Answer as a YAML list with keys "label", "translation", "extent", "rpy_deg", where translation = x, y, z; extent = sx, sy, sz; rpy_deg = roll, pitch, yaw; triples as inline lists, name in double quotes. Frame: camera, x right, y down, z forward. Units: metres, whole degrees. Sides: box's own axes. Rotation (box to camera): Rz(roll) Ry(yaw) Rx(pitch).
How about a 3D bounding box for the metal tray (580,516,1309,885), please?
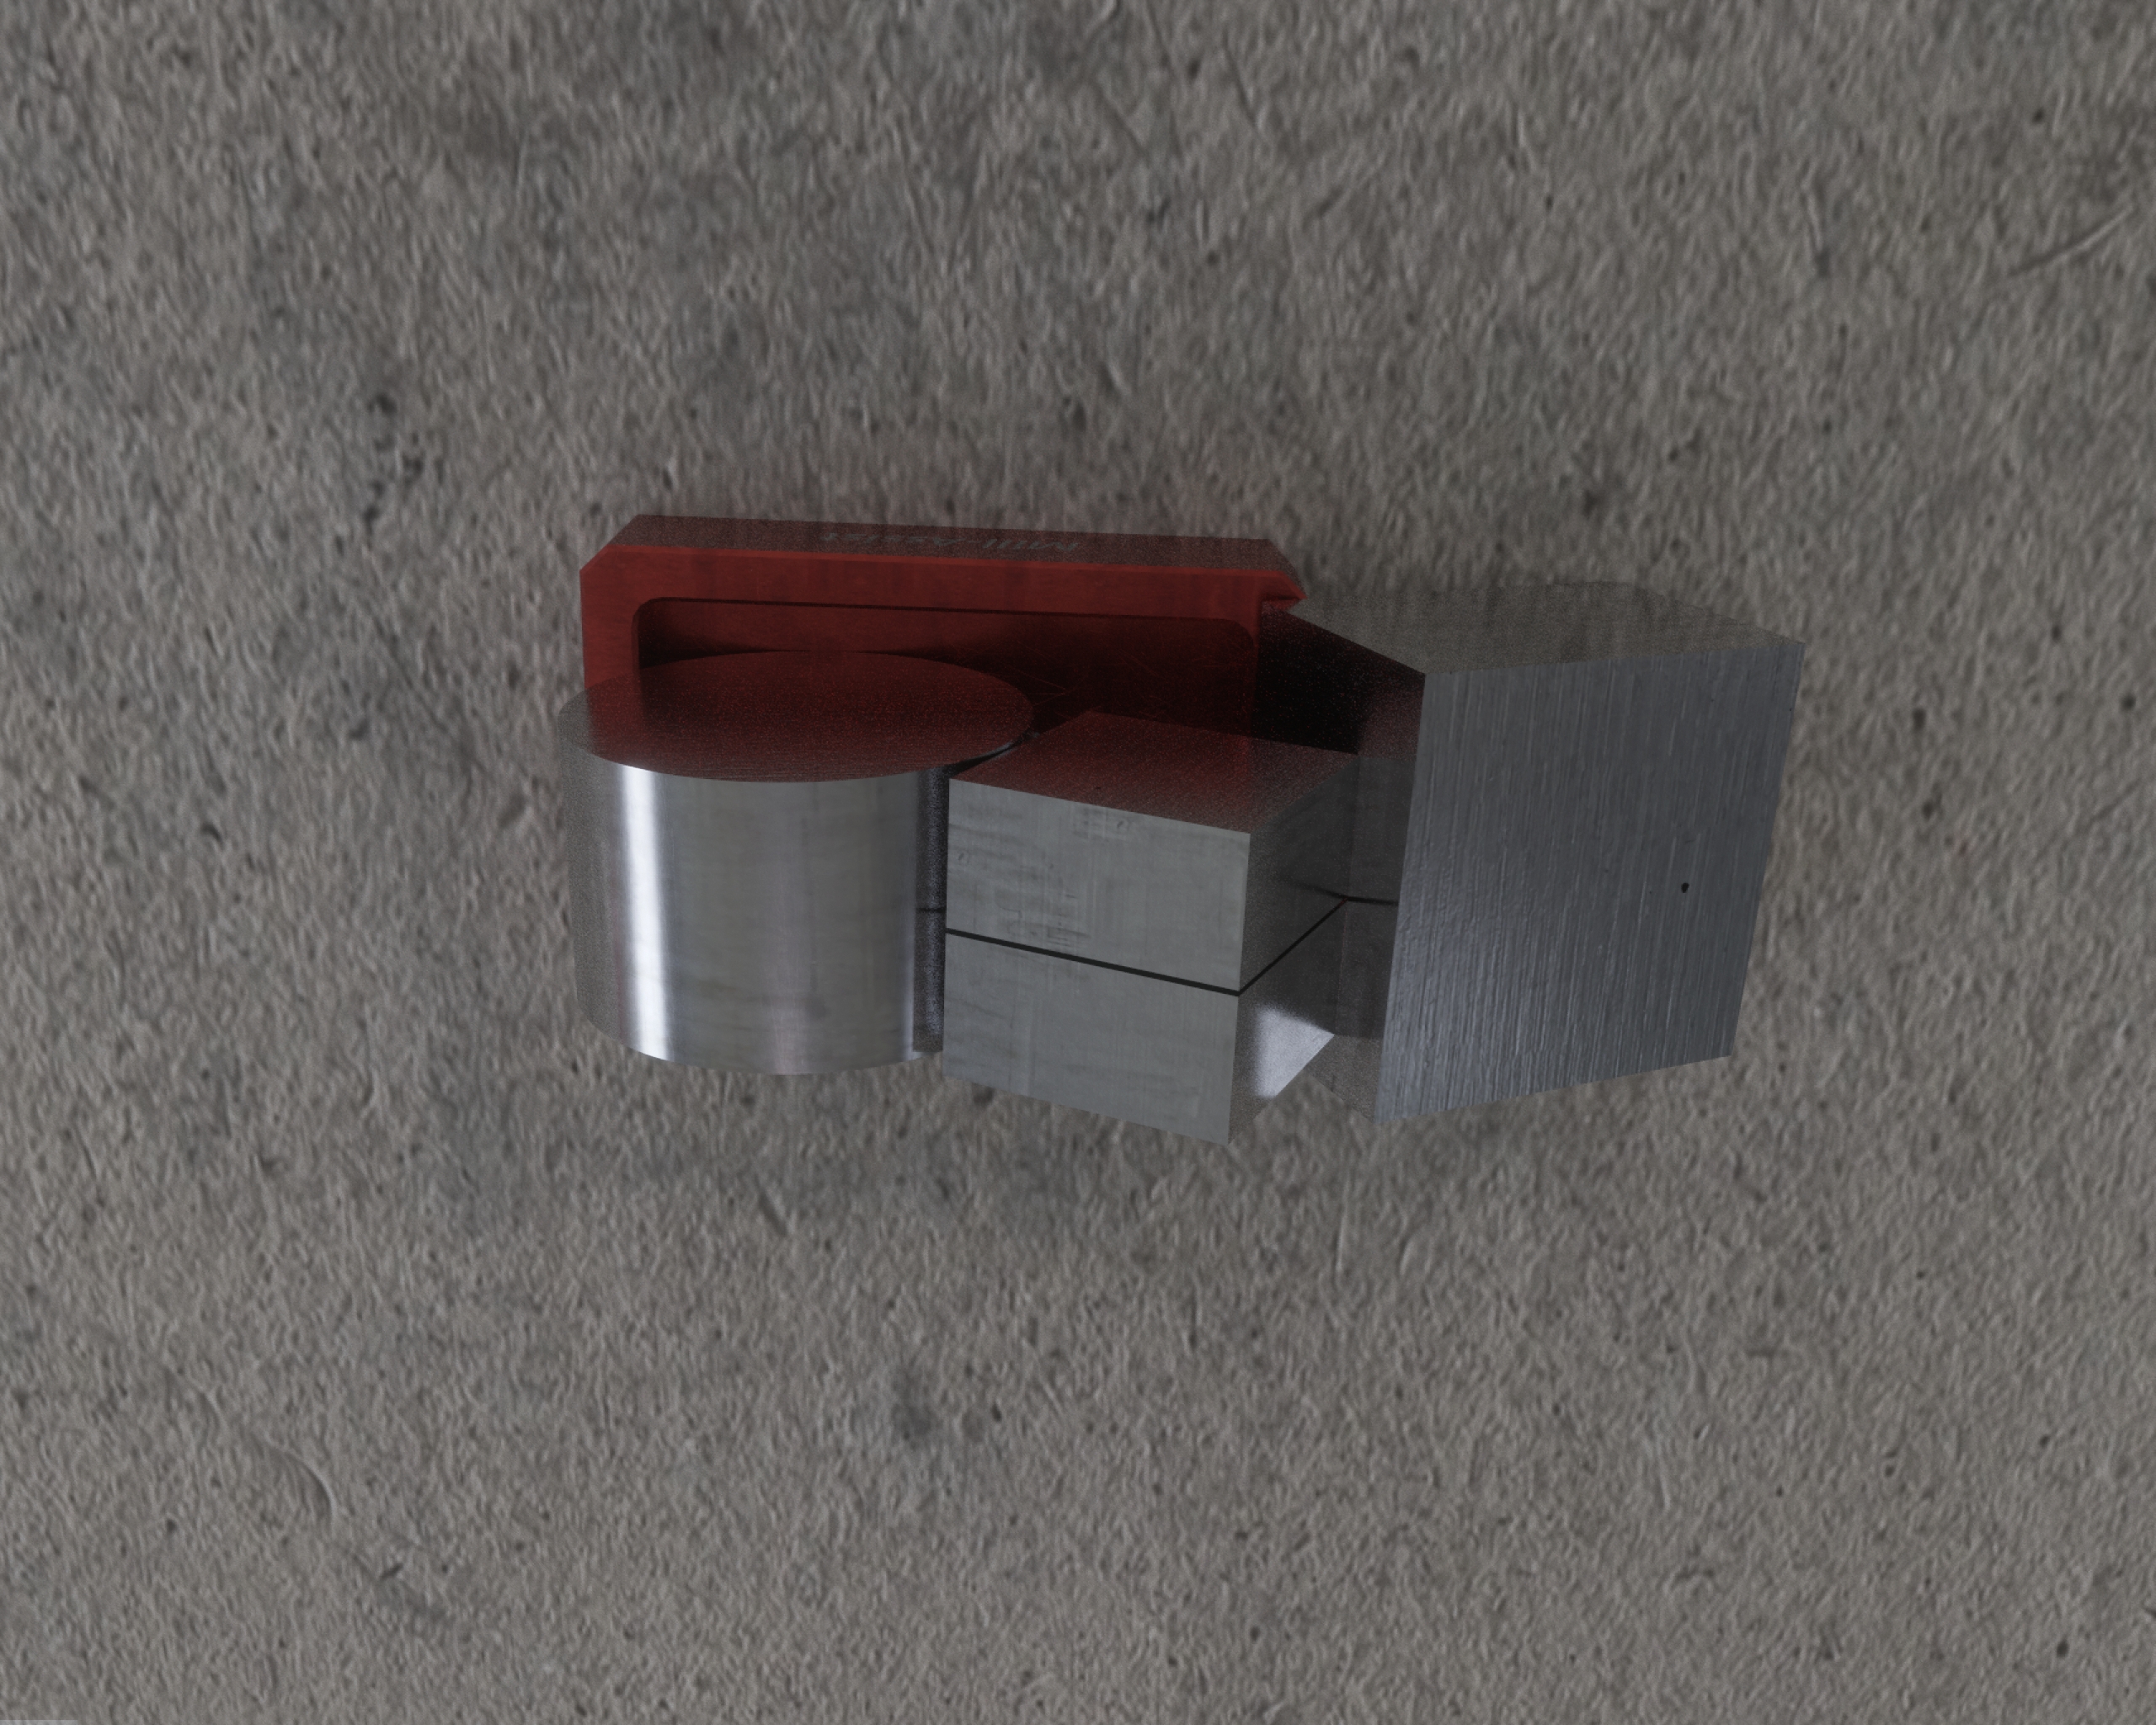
- label: "metal tray"
  translation: [-0.025, -0.017, 0.401]
  extent: [0.131, 0.030, 0.089]
  rpy_deg: [2, 110, -1]

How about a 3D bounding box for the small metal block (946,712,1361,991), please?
- label: "small metal block"
  translation: [0.013, -0.004, 0.341]
  extent: [0.050, 0.050, 0.025]
  rpy_deg: [11, 111, 23]

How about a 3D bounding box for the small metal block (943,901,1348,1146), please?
- label: "small metal block"
  translation: [0.012, 0.021, 0.349]
  extent: [0.050, 0.050, 0.025]
  rpy_deg: [11, 111, 23]

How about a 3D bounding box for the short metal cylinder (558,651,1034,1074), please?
- label: "short metal cylinder"
  translation: [-0.048, -0.003, 0.366]
  extent: [0.081, 0.080, 0.050]
  rpy_deg: [1, 110, -1]

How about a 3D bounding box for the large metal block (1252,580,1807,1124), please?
- label: "large metal block"
  translation: [0.078, -0.005, 0.381]
  extent: [0.081, 0.050, 0.079]
  rpy_deg: [-7, 113, -26]
